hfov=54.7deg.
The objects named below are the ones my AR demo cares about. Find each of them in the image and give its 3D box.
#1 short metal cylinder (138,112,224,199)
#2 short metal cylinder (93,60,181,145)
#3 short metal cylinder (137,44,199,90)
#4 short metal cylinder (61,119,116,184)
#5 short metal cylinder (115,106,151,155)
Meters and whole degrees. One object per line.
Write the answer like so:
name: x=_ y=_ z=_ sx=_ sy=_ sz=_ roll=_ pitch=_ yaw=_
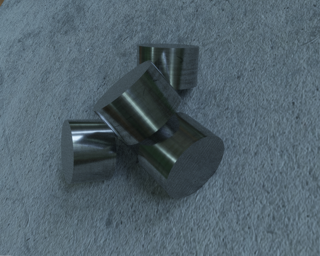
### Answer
short metal cylinder: x=0.023 y=0.030 z=0.339 sx=0.080 sy=0.080 sz=0.050 roll=-47 pitch=51 yaw=-4
short metal cylinder: x=-0.025 y=-0.027 z=0.333 sx=0.080 sy=0.050 sz=0.080 roll=-35 pitch=21 yaw=16
short metal cylinder: x=0.010 y=-0.083 z=0.408 sx=0.080 sy=0.081 sz=0.050 roll=15 pitch=113 yaw=34
short metal cylinder: x=-0.093 y=0.029 z=0.394 sx=0.080 sy=0.050 sz=0.079 roll=7 pitch=97 yaw=62
short metal cylinder: x=-0.018 y=-0.007 z=0.403 sx=0.080 sy=0.050 sz=0.080 roll=-13 pitch=56 yaw=20
